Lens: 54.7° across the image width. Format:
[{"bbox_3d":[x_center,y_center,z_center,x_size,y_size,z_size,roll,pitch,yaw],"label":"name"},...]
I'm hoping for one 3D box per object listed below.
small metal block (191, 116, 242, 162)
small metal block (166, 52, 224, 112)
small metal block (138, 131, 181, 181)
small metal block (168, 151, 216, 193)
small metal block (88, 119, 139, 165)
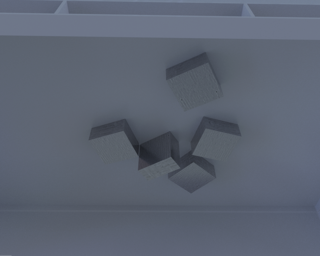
[{"bbox_3d":[0.075,0.016,0.423,0.050,0.025,0.050,13,129,-11],"label":"small metal block"},{"bbox_3d":[0.041,-0.053,0.364,0.050,0.025,0.050,-21,127,17],"label":"small metal block"},{"bbox_3d":[-0.001,0.038,0.425,0.050,0.050,0.025,-25,126,19],"label":"small metal block"},{"bbox_3d":[0.047,0.067,0.466,0.050,0.025,0.050,36,121,-27],"label":"small metal block"},{"bbox_3d":[-0.062,0.020,0.425,0.050,0.025,0.050,-15,129,12],"label":"small metal block"}]
